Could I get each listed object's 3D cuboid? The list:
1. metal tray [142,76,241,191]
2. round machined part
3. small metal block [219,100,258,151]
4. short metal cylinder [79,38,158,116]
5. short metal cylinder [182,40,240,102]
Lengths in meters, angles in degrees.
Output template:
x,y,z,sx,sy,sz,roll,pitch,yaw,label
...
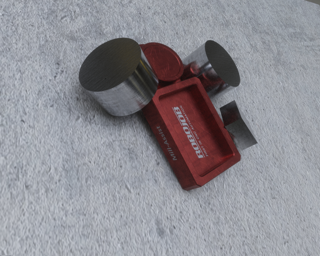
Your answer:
x,y,z,sx,sy,sz,roll,pitch,yaw,label
0.041,0.004,0.407,0.091,0.030,0.130,-24,84,-37,metal tray
-0.006,-0.083,0.443,0.099,0.042,0.098,14,56,-21,round machined part
0.112,-0.004,0.445,0.050,0.025,0.050,51,21,-27,small metal block
-0.049,-0.061,0.373,0.050,0.080,0.080,54,32,-51,short metal cylinder
0.076,-0.084,0.468,0.080,0.050,0.080,27,47,-33,short metal cylinder
